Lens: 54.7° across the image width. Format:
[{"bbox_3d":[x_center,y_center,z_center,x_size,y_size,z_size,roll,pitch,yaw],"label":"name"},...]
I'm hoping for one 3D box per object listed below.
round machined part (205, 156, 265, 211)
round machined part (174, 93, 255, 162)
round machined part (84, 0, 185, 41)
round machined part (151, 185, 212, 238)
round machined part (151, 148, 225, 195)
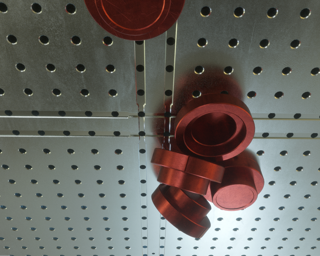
[{"bbox_3d":[0.113,0.092,0.481,0.099,0.042,0.097,-1,130,0],"label":"round machined part"},{"bbox_3d":[0.068,-0.005,0.398,0.099,0.042,0.097,-1,130,0],"label":"round machined part"},{"bbox_3d":[-0.024,-0.128,0.291,0.099,0.042,0.097,0,130,0],"label":"round machined part"},{"bbox_3d":[0.039,0.116,0.469,0.098,0.098,0.042,34,98,-26],"label":"round machined part"},{"bbox_3d":[0.034,0.061,0.417,0.099,0.042,0.098,16,172,3],"label":"round machined part"}]
